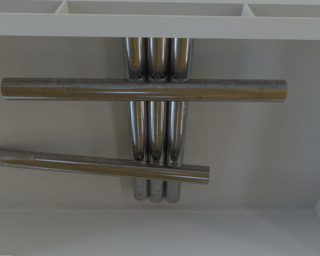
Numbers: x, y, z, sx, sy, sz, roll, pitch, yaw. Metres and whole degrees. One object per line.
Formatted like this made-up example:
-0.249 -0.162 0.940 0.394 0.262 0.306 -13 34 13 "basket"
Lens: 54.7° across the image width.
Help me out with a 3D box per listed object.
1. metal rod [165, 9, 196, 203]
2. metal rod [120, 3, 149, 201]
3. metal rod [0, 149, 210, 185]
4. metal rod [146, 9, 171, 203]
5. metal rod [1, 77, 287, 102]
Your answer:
0.022 -0.001 0.406 0.025 0.025 0.298 0 130 -1 "metal rod"
-0.028 -0.006 0.403 0.025 0.025 0.298 0 130 -1 "metal rod"
-0.085 0.053 0.428 0.302 0.025 0.025 4 130 5 "metal rod"
-0.004 -0.002 0.406 0.025 0.025 0.298 0 130 -1 "metal rod"
-0.016 -0.042 0.339 0.302 0.025 0.025 0 130 -1 "metal rod"
